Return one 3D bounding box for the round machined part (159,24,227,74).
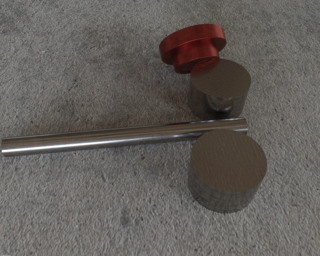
[{"bbox_3d":[0.051,-0.112,0.461,0.099,0.098,0.042,-12,83,-10],"label":"round machined part"}]

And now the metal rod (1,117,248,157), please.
[{"bbox_3d":[-0.040,0.011,0.393,0.302,0.025,0.025,-5,50,-5],"label":"metal rod"}]

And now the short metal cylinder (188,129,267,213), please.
[{"bbox_3d":[0.073,0.048,0.348,0.081,0.050,0.080,0,50,0],"label":"short metal cylinder"}]

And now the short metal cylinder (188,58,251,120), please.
[{"bbox_3d":[0.081,-0.052,0.432,0.081,0.050,0.080,0,50,0],"label":"short metal cylinder"}]
